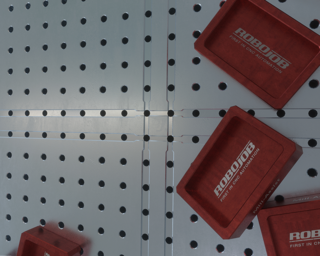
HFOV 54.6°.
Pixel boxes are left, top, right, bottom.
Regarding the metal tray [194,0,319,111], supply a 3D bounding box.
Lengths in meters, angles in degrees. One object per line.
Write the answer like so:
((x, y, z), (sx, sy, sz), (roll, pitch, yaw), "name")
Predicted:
((0.118, -0.093, 0.368), (0.130, 0.030, 0.090), (41, 103, 15), "metal tray")

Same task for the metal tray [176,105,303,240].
((0.088, 0.051, 0.362), (0.090, 0.030, 0.129), (41, 104, 37), "metal tray")

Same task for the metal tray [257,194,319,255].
((0.184, 0.121, 0.344), (0.130, 0.030, 0.090), (-15, 85, 19), "metal tray")

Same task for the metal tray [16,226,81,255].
((-0.179, 0.229, 0.474), (0.090, 0.030, 0.129), (16, 95, 19), "metal tray")
